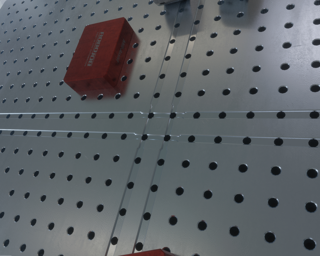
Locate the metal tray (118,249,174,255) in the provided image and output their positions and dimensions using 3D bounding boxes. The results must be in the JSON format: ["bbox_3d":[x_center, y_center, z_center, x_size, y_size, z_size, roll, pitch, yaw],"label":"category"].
[{"bbox_3d":[-0.045,0.182,0.317,0.130,0.030,0.090,-17,55,18],"label":"metal tray"}]

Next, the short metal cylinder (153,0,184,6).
[{"bbox_3d":[0.014,-0.252,0.520,0.050,0.080,0.080,-4,60,26],"label":"short metal cylinder"}]

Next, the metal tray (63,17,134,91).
[{"bbox_3d":[-0.105,-0.129,0.539,0.090,0.030,0.130,-2,61,27],"label":"metal tray"}]
